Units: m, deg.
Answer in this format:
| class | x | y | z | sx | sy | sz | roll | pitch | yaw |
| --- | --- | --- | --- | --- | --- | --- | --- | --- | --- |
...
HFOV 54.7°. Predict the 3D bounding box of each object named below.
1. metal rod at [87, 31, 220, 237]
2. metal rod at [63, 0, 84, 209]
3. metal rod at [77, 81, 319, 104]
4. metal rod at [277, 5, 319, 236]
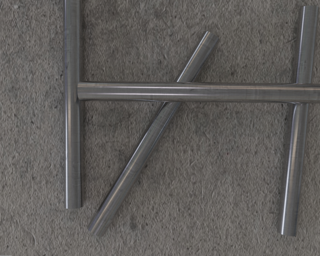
| class | x | y | z | sx | sy | sz | roll | pitch | yaw |
| --- | --- | --- | --- | --- | --- | --- | --- | --- | --- |
| metal rod | -0.008 | 0.007 | 0.409 | 0.025 | 0.025 | 0.299 | 31 | 90 | 0 |
| metal rod | -0.114 | -0.046 | 0.408 | 0.025 | 0.025 | 0.298 | 0 | 90 | 0 |
| metal rod | 0.052 | -0.044 | 0.384 | 0.302 | 0.025 | 0.025 | 1 | 90 | 0 |
| metal rod | 0.183 | -0.009 | 0.411 | 0.025 | 0.025 | 0.298 | 6 | 90 | 0 |
